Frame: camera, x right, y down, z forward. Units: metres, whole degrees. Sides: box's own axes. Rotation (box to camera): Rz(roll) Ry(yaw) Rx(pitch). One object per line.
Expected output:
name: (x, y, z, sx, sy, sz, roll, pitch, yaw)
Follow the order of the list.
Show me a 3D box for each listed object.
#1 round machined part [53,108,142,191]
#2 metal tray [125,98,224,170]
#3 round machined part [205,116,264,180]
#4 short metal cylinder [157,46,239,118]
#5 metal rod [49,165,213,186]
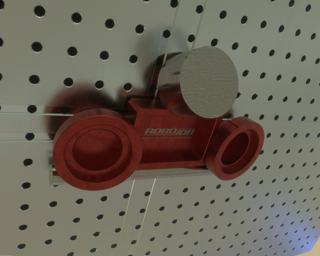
round machined part: (-0.074, 0.022, 0.362, 0.099, 0.042, 0.097, -8, 118, -16)
metal tray: (0.014, 0.009, 0.416, 0.131, 0.030, 0.089, 0, 119, -29)
round machined part: (0.105, 0.026, 0.463, 0.099, 0.042, 0.097, -19, 127, -27)
short metal cylinder: (0.044, -0.051, 0.364, 0.081, 0.050, 0.079, -1, 93, -29)
metal rod: (0.001, 0.059, 0.444, 0.303, 0.025, 0.025, 1, 118, -29)
